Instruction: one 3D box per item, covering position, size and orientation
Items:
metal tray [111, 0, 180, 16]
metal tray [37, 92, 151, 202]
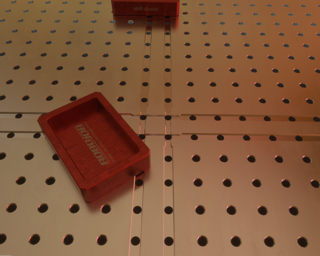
[{"bbox_3d":[-0.027,-0.264,0.625,0.131,0.030,0.090,1,50,0],"label":"metal tray"},{"bbox_3d":[-0.084,0.017,0.388,0.091,0.030,0.130,-29,56,-22],"label":"metal tray"}]
